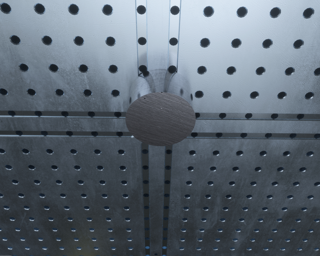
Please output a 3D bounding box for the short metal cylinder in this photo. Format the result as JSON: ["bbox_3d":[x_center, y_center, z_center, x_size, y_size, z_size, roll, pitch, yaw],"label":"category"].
[{"bbox_3d":[0.001,-0.024,0.375,0.080,0.050,0.080,0,130,0],"label":"short metal cylinder"}]
